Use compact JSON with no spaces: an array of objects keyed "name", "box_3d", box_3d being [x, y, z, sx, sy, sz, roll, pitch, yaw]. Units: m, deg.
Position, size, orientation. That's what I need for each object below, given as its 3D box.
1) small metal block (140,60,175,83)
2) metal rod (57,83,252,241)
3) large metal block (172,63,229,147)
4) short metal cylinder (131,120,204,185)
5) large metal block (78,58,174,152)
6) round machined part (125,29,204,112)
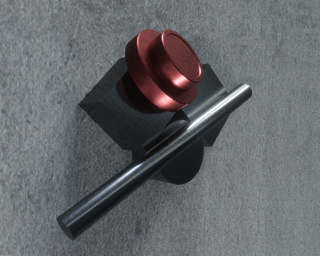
[{"name":"small metal block","box_3d":[0.002,-0.069,0.408,0.050,0.025,0.050,50,60,-29]},{"name":"metal rod","box_3d":[0.019,0.018,0.358,0.302,0.025,0.025,-35,112,-35]},{"name":"large metal block","box_3d":[0.051,-0.031,0.435,0.080,0.050,0.080,49,61,-29]},{"name":"short metal cylinder","box_3d":[0.011,0.030,0.400,0.081,0.050,0.079,0,90,-40]},{"name":"large metal block","box_3d":[-0.032,-0.029,0.363,0.080,0.050,0.080,50,60,-29]},{"name":"round machined part","box_3d":[0.012,-0.070,0.349,0.098,0.042,0.098,32,42,-34]}]
